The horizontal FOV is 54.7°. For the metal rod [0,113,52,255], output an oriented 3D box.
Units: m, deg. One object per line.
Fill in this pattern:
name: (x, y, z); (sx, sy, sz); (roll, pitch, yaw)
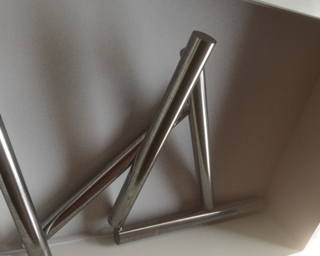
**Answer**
metal rod: (-0.163, 0.038, 0.325); (0.025, 0.025, 0.298); (-16, 120, -19)

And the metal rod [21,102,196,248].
metal rod: (-0.061, 0.054, 0.408); (0.300, 0.025, 0.025); (-42, 129, 0)

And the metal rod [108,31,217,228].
metal rod: (-0.011, 0.025, 0.376); (0.025, 0.025, 0.298); (3, 130, -30)

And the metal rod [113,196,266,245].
metal rod: (0.067, 0.152, 0.529); (0.303, 0.025, 0.025); (-3, 120, -30)

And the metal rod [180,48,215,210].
metal rod: (0.058, 0.025, 0.431); (0.025, 0.025, 0.299); (-25, 135, -13)
